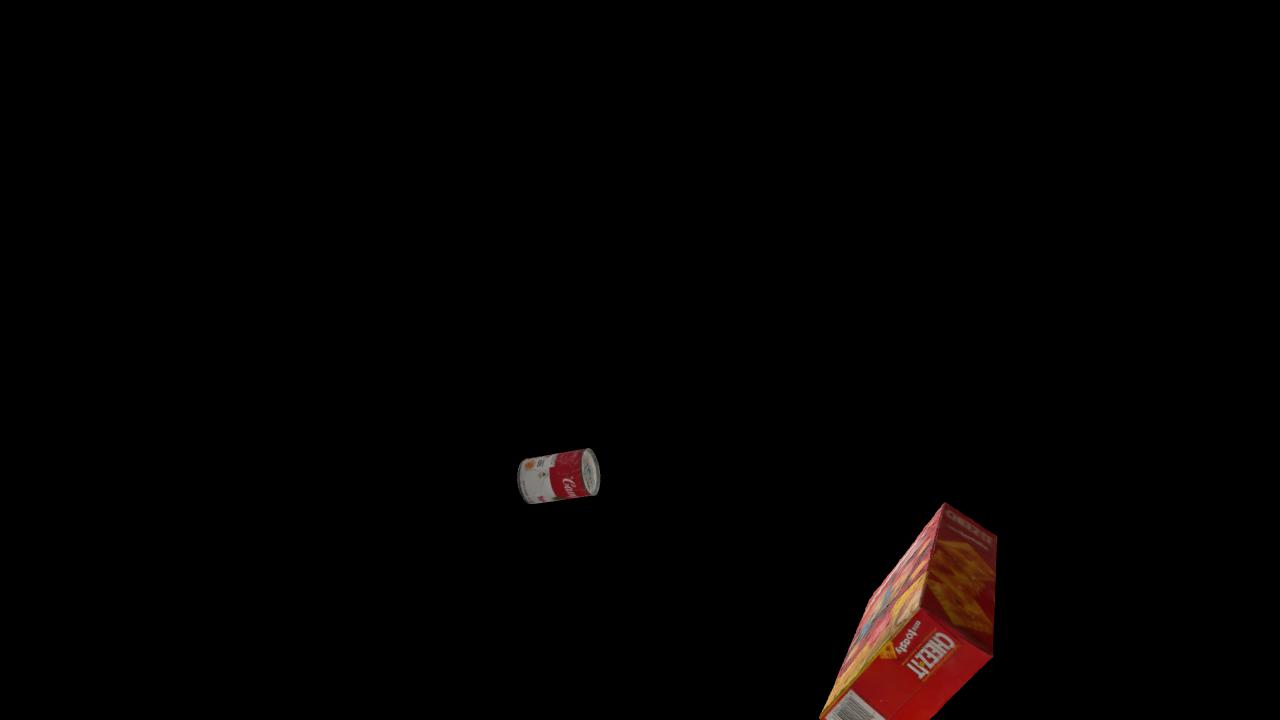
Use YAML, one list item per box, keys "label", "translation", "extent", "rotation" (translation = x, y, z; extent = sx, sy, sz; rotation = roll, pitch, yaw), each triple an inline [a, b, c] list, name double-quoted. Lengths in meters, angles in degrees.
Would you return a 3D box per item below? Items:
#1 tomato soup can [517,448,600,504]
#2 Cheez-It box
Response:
- label: "tomato soup can"
  translation: [-0.116, 0.166, 0.877]
  extent: [0.101, 0.068, 0.068]
  rotation: [-11, -3, 15]
- label: "Cheez-It box"
  translation: [0.274, 0.260, 0.611]
  extent: [0.071, 0.166, 0.223]
  rotation: [35, 26, 20]
